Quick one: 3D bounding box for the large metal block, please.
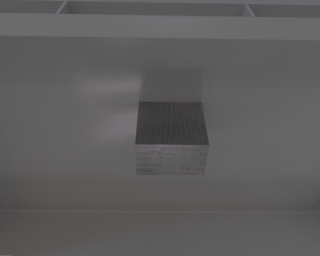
[{"bbox_3d":[0.013,0.011,0.382,0.080,0.080,0.050,1,130,-1],"label":"large metal block"}]
